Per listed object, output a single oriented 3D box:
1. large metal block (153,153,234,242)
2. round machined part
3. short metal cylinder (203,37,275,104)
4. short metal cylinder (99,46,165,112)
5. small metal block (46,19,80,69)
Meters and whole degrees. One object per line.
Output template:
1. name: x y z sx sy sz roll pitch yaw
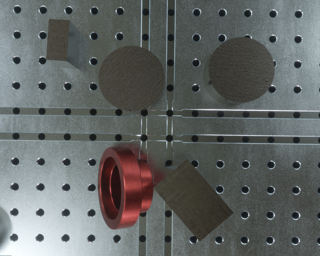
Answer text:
1. large metal block: 0.037 0.081 0.386 0.050 0.080 0.080 -41 90 0
2. round machined part: -0.042 0.072 0.383 0.042 0.098 0.097 1 90 -28
3. short metal cylinder: 0.099 -0.071 0.401 0.081 0.050 0.080 0 90 0
4. short metal cylinder: -0.034 -0.060 0.400 0.081 0.050 0.080 0 90 0
5. small metal block: -0.124 -0.107 0.400 0.025 0.050 0.050 4 90 0
